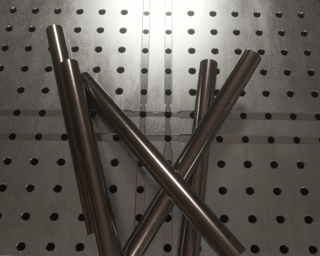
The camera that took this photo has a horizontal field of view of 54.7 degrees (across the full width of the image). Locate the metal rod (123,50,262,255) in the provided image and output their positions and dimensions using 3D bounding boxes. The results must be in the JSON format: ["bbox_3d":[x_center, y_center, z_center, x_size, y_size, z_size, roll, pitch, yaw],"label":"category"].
[{"bbox_3d":[0.039,0.033,0.375,0.025,0.025,0.300,31,82,10],"label":"metal rod"}]

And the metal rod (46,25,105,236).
[{"bbox_3d":[-0.115,-0.011,0.414,0.025,0.025,0.299,-15,71,-6],"label":"metal rod"}]

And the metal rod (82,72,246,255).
[{"bbox_3d":[-0.017,0.028,0.367,0.025,0.025,0.300,-37,62,-13],"label":"metal rod"}]

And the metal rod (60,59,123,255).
[{"bbox_3d":[-0.080,0.049,0.368,0.025,0.025,0.299,-15,71,-6],"label":"metal rod"}]

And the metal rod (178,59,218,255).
[{"bbox_3d":[0.049,0.046,0.395,0.025,0.025,0.299,8,70,2],"label":"metal rod"}]
